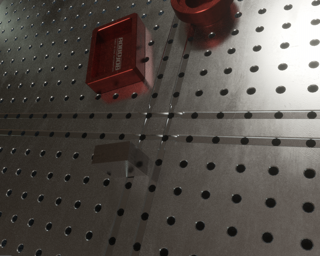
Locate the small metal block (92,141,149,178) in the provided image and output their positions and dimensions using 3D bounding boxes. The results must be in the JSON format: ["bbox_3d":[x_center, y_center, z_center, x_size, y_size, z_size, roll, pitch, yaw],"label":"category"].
[{"bbox_3d":[-0.049,0.041,0.391,0.050,0.050,0.025,-8,58,23],"label":"small metal block"}]

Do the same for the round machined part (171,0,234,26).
[{"bbox_3d":[0.070,-0.198,0.481,0.098,0.042,0.098,-13,56,20],"label":"round machined part"}]

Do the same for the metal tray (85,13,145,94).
[{"bbox_3d":[-0.072,-0.126,0.518,0.090,0.030,0.130,-14,56,20],"label":"metal tray"}]
